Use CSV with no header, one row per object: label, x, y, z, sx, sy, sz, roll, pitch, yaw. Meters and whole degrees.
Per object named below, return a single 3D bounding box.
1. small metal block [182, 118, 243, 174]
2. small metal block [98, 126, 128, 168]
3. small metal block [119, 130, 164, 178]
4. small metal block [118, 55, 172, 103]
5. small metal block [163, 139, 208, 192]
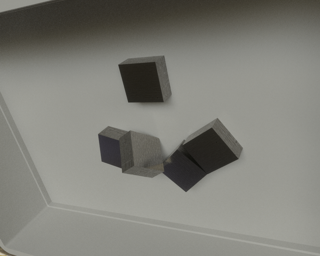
small metal block,0.066,0.023,0.388,0.050,0.025,0.050,49,128,-7
small metal block,-0.060,0.030,0.456,0.050,0.025,0.050,15,125,23
small metal block,-0.025,0.036,0.413,0.050,0.050,0.025,17,141,-39
small metal block,-0.018,-0.059,0.380,0.050,0.025,0.050,2,119,27
small metal block,0.034,0.052,0.422,0.050,0.025,0.050,40,129,0
